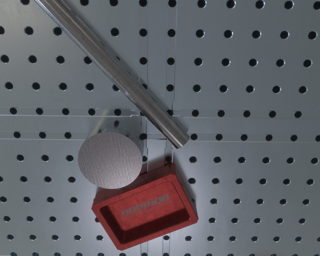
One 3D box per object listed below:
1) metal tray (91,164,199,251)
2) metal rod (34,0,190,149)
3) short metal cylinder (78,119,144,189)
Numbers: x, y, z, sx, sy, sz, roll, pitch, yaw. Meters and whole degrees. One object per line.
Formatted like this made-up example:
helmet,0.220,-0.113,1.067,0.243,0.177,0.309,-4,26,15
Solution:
metal tray,-0.021,0.117,0.453,0.130,0.030,0.090,-23,109,8
metal rod,-0.069,-0.086,0.381,0.025,0.025,0.300,-40,106,13
short metal cylinder,-0.063,0.033,0.412,0.081,0.050,0.079,0,110,0
